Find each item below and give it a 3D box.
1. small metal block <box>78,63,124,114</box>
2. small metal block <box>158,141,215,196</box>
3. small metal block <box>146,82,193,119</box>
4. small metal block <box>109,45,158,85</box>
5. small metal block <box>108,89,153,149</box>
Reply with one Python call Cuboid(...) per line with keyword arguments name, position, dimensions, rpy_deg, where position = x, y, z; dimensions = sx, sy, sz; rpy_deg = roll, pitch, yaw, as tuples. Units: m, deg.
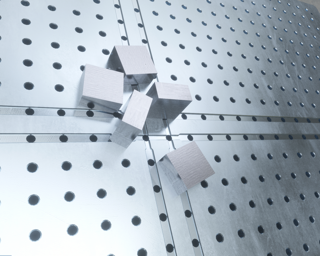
Cuboid(name="small metal block", position=(-0.075, -0.050, 0.399), dimensions=(0.050, 0.025, 0.050), rpy_deg=(11, 57, -23))
Cuboid(name="small metal block", position=(0.034, 0.051, 0.397), dimensions=(0.050, 0.025, 0.050), rpy_deg=(-22, 74, -36))
Cuboid(name="small metal block", position=(0.008, -0.036, 0.420), dimensions=(0.050, 0.050, 0.025), rpy_deg=(1, 61, -28))
Cuboid(name="small metal block", position=(-0.038, -0.091, 0.444), dimensions=(0.050, 0.025, 0.050), rpy_deg=(-9, 67, -33))
Cuboid(name="small metal block", position=(-0.036, -0.010, 0.380), dimensions=(0.025, 0.050, 0.050), rpy_deg=(26, 52, -13))
